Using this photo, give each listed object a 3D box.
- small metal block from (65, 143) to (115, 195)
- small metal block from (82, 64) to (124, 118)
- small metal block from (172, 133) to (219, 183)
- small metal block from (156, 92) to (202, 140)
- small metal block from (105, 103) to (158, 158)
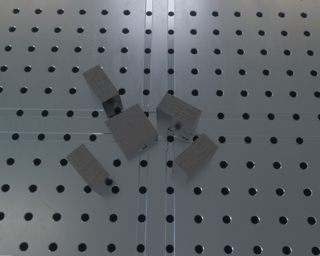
[{"bbox_3d":[-0.083,0.052,0.379,0.025,0.050,0.050,-40,75,-13],"label":"small metal block"},{"bbox_3d":[-0.075,-0.048,0.416,0.025,0.050,0.050,-32,73,-11],"label":"small metal block"},{"bbox_3d":[0.042,0.039,0.385,0.050,0.050,0.025,-41,75,-13],"label":"small metal block"},{"bbox_3d":[0.023,-0.014,0.404,0.050,0.050,0.025,29,73,10],"label":"small metal block"},{"bbox_3d":[-0.037,0.004,0.410,0.050,0.025,0.050,-31,73,-11],"label":"small metal block"}]
